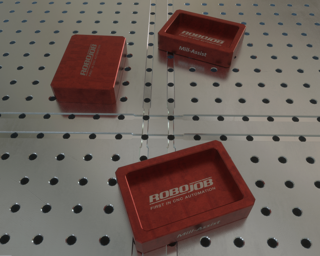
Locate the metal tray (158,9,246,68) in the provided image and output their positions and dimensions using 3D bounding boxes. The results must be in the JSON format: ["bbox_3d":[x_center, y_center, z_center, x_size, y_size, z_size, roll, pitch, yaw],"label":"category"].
[{"bbox_3d":[0.072,-0.158,0.537,0.130,0.030,0.090,19,53,15],"label":"metal tray"}]

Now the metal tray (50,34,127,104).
[{"bbox_3d":[-0.106,-0.095,0.484,0.090,0.030,0.130,3,50,2],"label":"metal tray"}]

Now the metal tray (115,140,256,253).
[{"bbox_3d":[0.025,0.071,0.344,0.131,0.030,0.090,-15,52,-12],"label":"metal tray"}]
